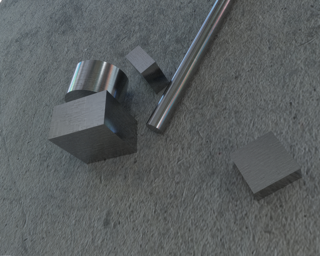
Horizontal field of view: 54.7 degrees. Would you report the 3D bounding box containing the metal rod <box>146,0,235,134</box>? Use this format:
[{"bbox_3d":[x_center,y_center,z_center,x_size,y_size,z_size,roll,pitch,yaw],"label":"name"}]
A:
[{"bbox_3d":[0.061,-0.125,0.447,0.025,0.025,0.300,17,70,34],"label":"metal rod"}]

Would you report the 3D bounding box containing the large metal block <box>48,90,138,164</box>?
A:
[{"bbox_3d":[-0.085,0.002,0.410,0.080,0.080,0.050,-15,56,20],"label":"large metal block"}]

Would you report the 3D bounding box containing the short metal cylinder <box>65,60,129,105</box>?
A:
[{"bbox_3d":[-0.090,-0.053,0.446,0.080,0.080,0.050,-4,60,26],"label":"short metal cylinder"}]

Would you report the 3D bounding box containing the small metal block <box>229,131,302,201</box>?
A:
[{"bbox_3d":[0.109,0.039,0.322,0.050,0.025,0.050,-31,52,7],"label":"small metal block"}]

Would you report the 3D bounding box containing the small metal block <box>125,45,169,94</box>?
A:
[{"bbox_3d":[-0.018,-0.084,0.447,0.025,0.050,0.050,-40,51,1],"label":"small metal block"}]
